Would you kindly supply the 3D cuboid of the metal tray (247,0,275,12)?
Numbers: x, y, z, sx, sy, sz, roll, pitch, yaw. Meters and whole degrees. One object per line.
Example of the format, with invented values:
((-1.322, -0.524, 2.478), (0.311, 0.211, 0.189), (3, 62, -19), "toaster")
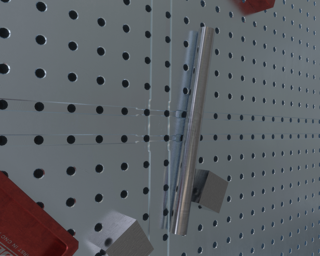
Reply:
((0.162, -0.280, 0.541), (0.131, 0.030, 0.090), (30, 71, -36), "metal tray")

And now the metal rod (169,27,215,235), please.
((0.048, -0.001, 0.448), (0.025, 0.025, 0.299), (15, 81, -39), "metal rod")

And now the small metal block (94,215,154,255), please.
((-0.042, 0.144, 0.374), (0.050, 0.025, 0.050), (-39, 114, -33), "small metal block")

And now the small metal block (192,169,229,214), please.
((0.073, 0.096, 0.470), (0.050, 0.025, 0.050), (34, 69, -35), "small metal block")

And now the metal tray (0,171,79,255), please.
((-0.149, 0.102, 0.280), (0.090, 0.030, 0.130), (-50, 120, -28), "metal tray")
